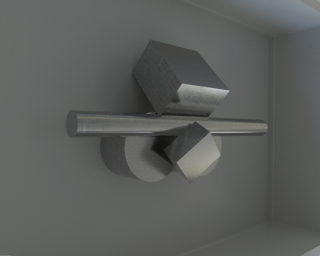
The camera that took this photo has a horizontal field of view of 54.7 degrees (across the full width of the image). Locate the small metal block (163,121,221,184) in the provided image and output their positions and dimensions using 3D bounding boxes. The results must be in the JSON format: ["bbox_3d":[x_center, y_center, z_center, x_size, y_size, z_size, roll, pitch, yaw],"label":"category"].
[{"bbox_3d":[0.038,0.029,0.360,0.050,0.025,0.050,-42,137,-9],"label":"small metal block"}]

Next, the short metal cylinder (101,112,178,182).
[{"bbox_3d":[-0.023,0.021,0.372,0.081,0.050,0.079,0,90,-40],"label":"short metal cylinder"}]

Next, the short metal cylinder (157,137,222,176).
[{"bbox_3d":[0.039,0.023,0.424,0.081,0.050,0.079,0,90,-40],"label":"short metal cylinder"}]

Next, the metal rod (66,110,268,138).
[{"bbox_3d":[0.037,-0.002,0.373,0.302,0.025,0.025,1,90,-40],"label":"metal rod"}]

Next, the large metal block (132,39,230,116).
[{"bbox_3d":[0.025,-0.058,0.384,0.081,0.050,0.080,1,46,-40],"label":"large metal block"}]
